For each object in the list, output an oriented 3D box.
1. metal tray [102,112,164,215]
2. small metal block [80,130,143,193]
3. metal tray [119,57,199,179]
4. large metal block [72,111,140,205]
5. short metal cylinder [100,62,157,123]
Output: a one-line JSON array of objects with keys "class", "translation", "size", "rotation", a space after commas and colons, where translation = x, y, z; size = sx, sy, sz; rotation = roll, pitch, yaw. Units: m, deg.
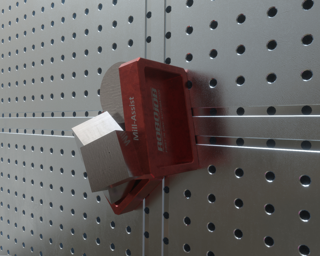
[{"class": "metal tray", "translation": [-0.061, 0.047, 0.452], "size": [0.090, 0.030, 0.130], "rotation": [-50, 61, 28]}, {"class": "small metal block", "translation": [-0.052, 0.035, 0.327], "size": [0.050, 0.025, 0.050], "rotation": [-25, 74, 25]}, {"class": "metal tray", "translation": [0.001, -0.010, 0.364], "size": [0.030, 0.091, 0.129], "rotation": [-12, 83, 39]}, {"class": "large metal block", "translation": [-0.066, 0.039, 0.405], "size": [0.080, 0.050, 0.080], "rotation": [47, 153, 29]}, {"class": "short metal cylinder", "translation": [-0.036, -0.046, 0.420], "size": [0.080, 0.050, 0.079], "rotation": [0, 90, 39]}]
